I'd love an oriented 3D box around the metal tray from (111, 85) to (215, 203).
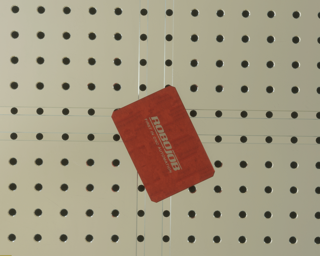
[{"bbox_3d":[0.004,0.021,0.411,0.090,0.030,0.129,-25,90,-1],"label":"metal tray"}]
